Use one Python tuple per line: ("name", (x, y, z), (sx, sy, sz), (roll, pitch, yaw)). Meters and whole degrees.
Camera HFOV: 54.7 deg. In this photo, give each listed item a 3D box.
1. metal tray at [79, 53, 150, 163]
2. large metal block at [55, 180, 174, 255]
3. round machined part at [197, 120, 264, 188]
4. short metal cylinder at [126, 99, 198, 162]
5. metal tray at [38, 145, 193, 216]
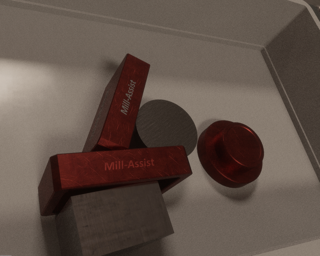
("metal tray", (-0.055, -0.013, 0.360), (0.030, 0.090, 0.130), (25, 52, -18))
("large metal block", (-0.046, 0.092, 0.290), (0.081, 0.080, 0.050), (-5, 65, -31))
("round machined part", (0.105, 0.031, 0.435), (0.099, 0.042, 0.098), (14, 56, -21))
("short metal cylinder", (-0.001, 0.012, 0.383), (0.081, 0.050, 0.080), (14, 56, -21))
("metal tray", (-0.046, 0.052, 0.308), (0.131, 0.090, 0.030), (-2, 64, -30))
